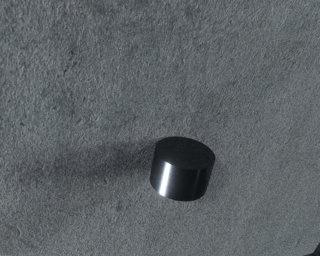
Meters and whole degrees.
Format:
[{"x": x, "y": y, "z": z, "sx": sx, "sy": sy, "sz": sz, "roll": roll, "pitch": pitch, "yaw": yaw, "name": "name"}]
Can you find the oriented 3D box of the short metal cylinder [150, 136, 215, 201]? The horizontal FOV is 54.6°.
[{"x": 0.029, "y": 0.053, "z": 0.419, "sx": 0.081, "sy": 0.080, "sz": 0.050, "roll": -4, "pitch": 120, "yaw": -26, "name": "short metal cylinder"}]
